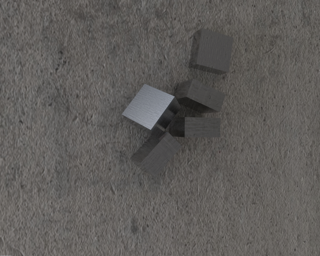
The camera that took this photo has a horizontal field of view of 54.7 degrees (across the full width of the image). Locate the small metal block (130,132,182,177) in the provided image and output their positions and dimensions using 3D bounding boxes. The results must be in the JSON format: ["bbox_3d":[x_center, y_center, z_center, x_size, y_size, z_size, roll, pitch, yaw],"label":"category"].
[{"bbox_3d":[-0.006,0.031,0.393,0.025,0.050,0.050,46,76,-15],"label":"small metal block"}]

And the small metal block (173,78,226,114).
[{"bbox_3d":[0.050,-0.041,0.414,0.050,0.050,0.025,22,83,-19],"label":"small metal block"}]

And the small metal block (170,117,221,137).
[{"bbox_3d":[0.046,-0.001,0.412,0.050,0.050,0.025,1,90,-20],"label":"small metal block"}]

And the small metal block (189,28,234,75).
[{"bbox_3d":[0.072,-0.106,0.435,0.050,0.025,0.050,10,87,-20],"label":"small metal block"}]

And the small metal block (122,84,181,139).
[{"bbox_3d":[-0.011,-0.022,0.389,0.050,0.050,0.025,-55,146,-12],"label":"small metal block"}]
